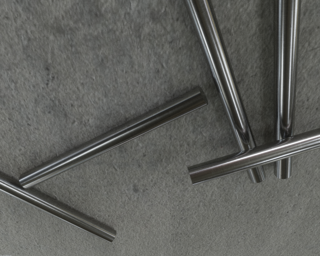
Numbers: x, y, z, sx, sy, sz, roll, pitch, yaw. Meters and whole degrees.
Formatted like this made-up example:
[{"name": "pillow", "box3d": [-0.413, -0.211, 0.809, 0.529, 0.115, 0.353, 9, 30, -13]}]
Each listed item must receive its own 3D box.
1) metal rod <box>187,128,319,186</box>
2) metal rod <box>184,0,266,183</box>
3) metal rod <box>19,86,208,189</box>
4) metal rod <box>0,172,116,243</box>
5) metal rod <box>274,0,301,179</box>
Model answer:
[{"name": "metal rod", "box3d": [0.183, 0.019, 0.395, 0.302, 0.025, 0.025, -17, 129, 1]}, {"name": "metal rod", "box3d": [0.089, -0.031, 0.382, 0.025, 0.025, 0.299, -18, 128, 14]}, {"name": "metal rod", "box3d": [-0.076, 0.021, 0.423, 0.300, 0.025, 0.025, -25, 126, 19]}, {"name": "metal rod", "box3d": [-0.194, 0.120, 0.506, 0.025, 0.025, 0.301, -37, 122, 26]}, {"name": "metal rod", "box3d": [0.150, -0.043, 0.372, 0.025, 0.025, 0.299, -11, 130, 8]}]
